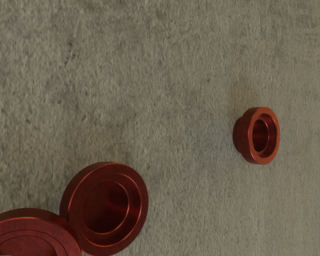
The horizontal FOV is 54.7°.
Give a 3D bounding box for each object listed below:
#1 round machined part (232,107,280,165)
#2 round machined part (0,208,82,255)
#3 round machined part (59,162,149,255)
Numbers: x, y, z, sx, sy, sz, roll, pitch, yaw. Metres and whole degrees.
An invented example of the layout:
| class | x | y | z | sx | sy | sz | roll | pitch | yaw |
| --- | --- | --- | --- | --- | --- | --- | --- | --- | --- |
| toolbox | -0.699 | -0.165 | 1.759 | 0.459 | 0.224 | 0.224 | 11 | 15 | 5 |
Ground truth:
| class | x | y | z | sx | sy | sz | roll | pitch | yaw |
| --- | --- | --- | --- | --- | --- | --- | --- | --- | --- |
| round machined part | 0.162 | 0.013 | 0.533 | 0.099 | 0.042 | 0.097 | 0 | 90 | -40 |
| round machined part | -0.121 | 0.118 | 0.278 | 0.099 | 0.042 | 0.097 | -3 | 99 | -17 |
| round machined part | -0.064 | 0.086 | 0.342 | 0.099 | 0.042 | 0.097 | 0 | 90 | -40 |
